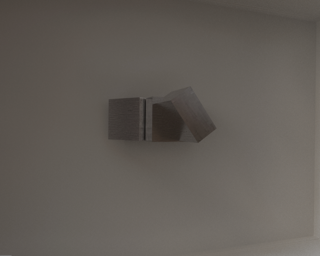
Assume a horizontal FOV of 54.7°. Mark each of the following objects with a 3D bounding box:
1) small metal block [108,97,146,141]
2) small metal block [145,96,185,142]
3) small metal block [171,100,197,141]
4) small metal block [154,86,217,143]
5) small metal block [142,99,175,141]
[{"bbox_3d":[-0.036,-0.010,0.379,0.025,0.050,0.050,1,90,-54],"label":"small metal block"},{"bbox_3d":[0.011,-0.009,0.359,0.050,0.025,0.050,1,90,-20],"label":"small metal block"},{"bbox_3d":[0.032,-0.009,0.405,0.025,0.050,0.050,1,90,14],"label":"small metal block"},{"bbox_3d":[0.025,-0.013,0.324,0.025,0.050,0.050,-37,102,-16],"label":"small metal block"},{"bbox_3d":[-0.003,-0.009,0.394,0.025,0.050,0.050,1,90,-20],"label":"small metal block"}]
